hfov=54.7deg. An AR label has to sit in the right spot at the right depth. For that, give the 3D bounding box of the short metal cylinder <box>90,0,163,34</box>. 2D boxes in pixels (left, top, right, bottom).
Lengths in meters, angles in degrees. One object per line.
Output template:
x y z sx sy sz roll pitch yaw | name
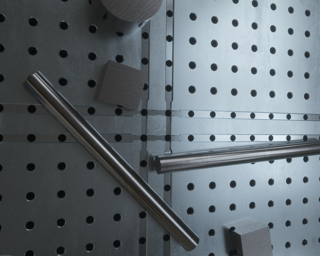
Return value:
-0.042 -0.163 0.383 0.081 0.050 0.079 0 90 -20 | short metal cylinder

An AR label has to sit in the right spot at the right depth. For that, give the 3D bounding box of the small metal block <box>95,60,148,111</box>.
-0.049 -0.053 0.394 0.050 0.025 0.050 16 85 -20 | small metal block

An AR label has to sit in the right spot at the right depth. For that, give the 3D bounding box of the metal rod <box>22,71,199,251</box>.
-0.052 0.051 0.393 0.025 0.025 0.300 -45 104 -14 | metal rod

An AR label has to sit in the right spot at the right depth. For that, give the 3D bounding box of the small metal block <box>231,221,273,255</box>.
0.138 0.174 0.464 0.050 0.025 0.050 -9 93 -20 | small metal block

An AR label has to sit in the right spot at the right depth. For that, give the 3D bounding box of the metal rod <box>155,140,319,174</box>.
0.139 0.040 0.463 0.303 0.025 0.025 -4 92 -20 | metal rod
